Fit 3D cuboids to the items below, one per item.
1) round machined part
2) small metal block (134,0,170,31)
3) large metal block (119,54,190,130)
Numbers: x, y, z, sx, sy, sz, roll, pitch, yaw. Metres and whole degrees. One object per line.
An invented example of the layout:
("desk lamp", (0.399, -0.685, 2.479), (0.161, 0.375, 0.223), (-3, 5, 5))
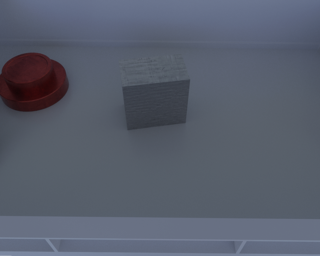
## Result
("round machined part", (-0.188, -0.073, 0.453), (0.099, 0.042, 0.098), (0, 50, 0))
("small metal block", (-0.014, -0.214, 0.588), (0.050, 0.025, 0.050), (22, 53, 17))
("large metal block", (-0.008, -0.046, 0.408), (0.081, 0.080, 0.050), (-7, 51, -7))
